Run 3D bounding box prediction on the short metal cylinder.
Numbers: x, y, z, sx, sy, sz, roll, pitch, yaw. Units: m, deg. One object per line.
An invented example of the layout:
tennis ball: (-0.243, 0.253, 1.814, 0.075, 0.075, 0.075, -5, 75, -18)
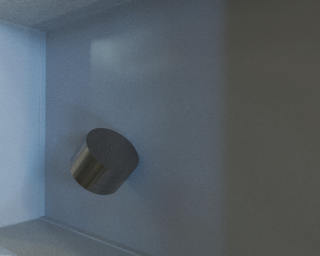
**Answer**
short metal cylinder: (-0.077, 0.046, 0.432, 0.050, 0.081, 0.080, -51, 60, 28)
